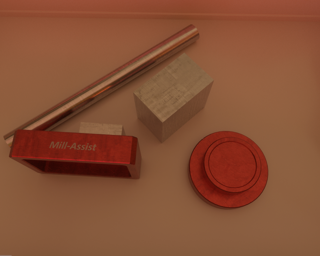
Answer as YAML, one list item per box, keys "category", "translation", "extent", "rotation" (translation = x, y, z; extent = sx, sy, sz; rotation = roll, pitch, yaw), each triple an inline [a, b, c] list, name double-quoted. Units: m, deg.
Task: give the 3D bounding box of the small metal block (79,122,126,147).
- category: "small metal block"
  translation: [-0.071, 0.015, 0.390]
  extent: [0.050, 0.050, 0.025]
  rotation: [4, 70, 1]

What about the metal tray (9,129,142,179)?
- category: "metal tray"
  translation: [-0.090, 0.034, 0.361]
  extent: [0.131, 0.090, 0.030]
  rotation: [3, 70, 1]

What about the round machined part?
- category: "round machined part"
  translation: [0.085, 0.049, 0.384]
  extent: [0.099, 0.042, 0.098]
  rotation: [0, 70, -1]

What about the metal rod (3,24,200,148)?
- category: "metal rod"
  translation: [-0.071, -0.062, 0.431]
  extent: [0.301, 0.025, 0.025]
  rotation: [-34, 74, -12]

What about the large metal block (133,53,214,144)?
- category: "large metal block"
  translation: [0.016, -0.035, 0.393]
  extent: [0.080, 0.080, 0.050]
  rotation: [-40, 75, -13]
